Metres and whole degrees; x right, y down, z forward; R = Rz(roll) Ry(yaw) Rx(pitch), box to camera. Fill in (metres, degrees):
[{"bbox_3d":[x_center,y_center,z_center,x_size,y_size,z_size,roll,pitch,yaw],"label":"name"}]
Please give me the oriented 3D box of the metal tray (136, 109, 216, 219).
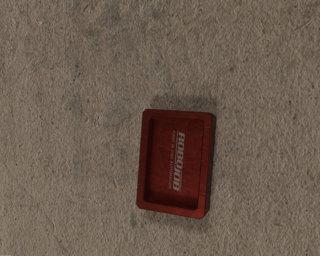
[{"bbox_3d":[0.020,0.043,0.398,0.090,0.030,0.129,5,92,19],"label":"metal tray"}]
